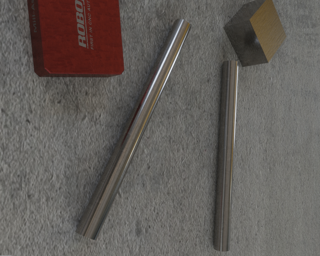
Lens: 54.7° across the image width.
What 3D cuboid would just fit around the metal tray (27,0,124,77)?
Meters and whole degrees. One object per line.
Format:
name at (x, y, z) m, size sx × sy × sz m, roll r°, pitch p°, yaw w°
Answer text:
metal tray at (-0.088, -0.120, 0.328) m, size 0.091 × 0.030 × 0.129 m, roll -7°, pitch 95°, yaw -40°

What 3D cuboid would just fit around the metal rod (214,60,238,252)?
metal rod at (0.106, 0.042, 0.496) m, size 0.025 × 0.025 × 0.298 m, roll 6°, pitch 87°, yaw -40°

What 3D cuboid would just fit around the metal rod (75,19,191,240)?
metal rod at (-0.025, -0.013, 0.385) m, size 0.025 × 0.025 × 0.300 m, roll 36°, pitch 68°, yaw -35°

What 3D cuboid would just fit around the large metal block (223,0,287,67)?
large metal block at (0.164, -0.164, 0.529) m, size 0.080 × 0.050 × 0.080 m, roll -50°, pitch 120°, yaw -28°
